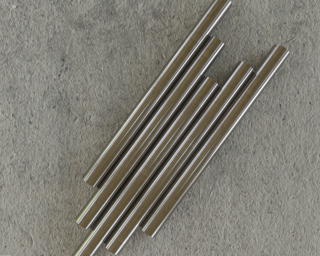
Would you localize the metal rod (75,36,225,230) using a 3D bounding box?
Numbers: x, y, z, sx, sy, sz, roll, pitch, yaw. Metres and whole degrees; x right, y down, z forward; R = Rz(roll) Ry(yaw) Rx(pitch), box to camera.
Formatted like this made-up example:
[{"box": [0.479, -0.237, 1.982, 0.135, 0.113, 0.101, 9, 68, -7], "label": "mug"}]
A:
[{"box": [-0.013, 0.006, 0.411, 0.025, 0.025, 0.299, 36, 90, -1], "label": "metal rod"}]

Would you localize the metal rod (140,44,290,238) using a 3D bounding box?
[{"box": [0.073, 0.017, 0.412, 0.025, 0.025, 0.299, 36, 90, -1], "label": "metal rod"}]

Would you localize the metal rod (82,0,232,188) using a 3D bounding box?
[{"box": [-0.004, -0.049, 0.411, 0.025, 0.025, 0.299, 36, 90, -1], "label": "metal rod"}]

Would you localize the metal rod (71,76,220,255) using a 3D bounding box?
[{"box": [-0.020, 0.059, 0.411, 0.025, 0.025, 0.299, 36, 90, -1], "label": "metal rod"}]

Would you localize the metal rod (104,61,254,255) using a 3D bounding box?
[{"box": [0.026, 0.039, 0.411, 0.025, 0.025, 0.299, 36, 90, -1], "label": "metal rod"}]
